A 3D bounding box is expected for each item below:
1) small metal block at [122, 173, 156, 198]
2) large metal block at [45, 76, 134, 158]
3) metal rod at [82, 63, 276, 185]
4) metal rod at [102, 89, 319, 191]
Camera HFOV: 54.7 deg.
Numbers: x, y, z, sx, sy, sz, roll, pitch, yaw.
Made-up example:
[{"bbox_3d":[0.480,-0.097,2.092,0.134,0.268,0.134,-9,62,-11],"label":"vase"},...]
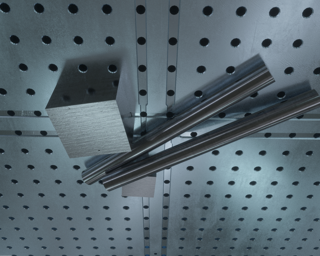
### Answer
[{"bbox_3d":[-0.033,0.081,0.480,0.050,0.025,0.050,4,130,-4],"label":"small metal block"},{"bbox_3d":[-0.082,-0.012,0.384,0.080,0.050,0.080,-7,130,5],"label":"large metal block"},{"bbox_3d":[0.008,0.006,0.416,0.300,0.025,0.025,-31,124,23],"label":"metal rod"},{"bbox_3d":[0.059,0.021,0.413,0.301,0.025,0.025,-23,127,12],"label":"metal rod"}]
